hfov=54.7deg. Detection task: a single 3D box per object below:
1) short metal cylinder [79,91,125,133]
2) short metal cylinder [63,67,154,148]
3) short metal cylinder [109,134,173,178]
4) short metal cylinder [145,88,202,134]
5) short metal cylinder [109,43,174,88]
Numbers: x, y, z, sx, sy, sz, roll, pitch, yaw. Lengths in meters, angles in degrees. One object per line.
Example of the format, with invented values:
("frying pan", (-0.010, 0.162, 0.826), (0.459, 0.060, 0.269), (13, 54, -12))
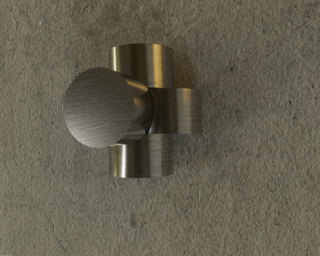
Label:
("short metal cylinder", (-0.066, -0.018, 0.403), (0.080, 0.080, 0.050), (-1, 90, 19))
("short metal cylinder", (-0.053, -0.020, 0.329), (0.080, 0.050, 0.079), (0, 90, 19))
("short metal cylinder", (-0.023, 0.031, 0.388), (0.080, 0.080, 0.050), (0, 90, 19))
("short metal cylinder", (0.011, -0.019, 0.376), (0.080, 0.080, 0.050), (0, 90, 19))
("short metal cylinder", (-0.023, -0.070, 0.388), (0.080, 0.080, 0.050), (-2, 90, 19))
